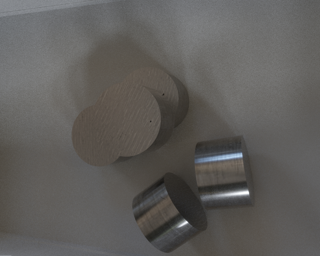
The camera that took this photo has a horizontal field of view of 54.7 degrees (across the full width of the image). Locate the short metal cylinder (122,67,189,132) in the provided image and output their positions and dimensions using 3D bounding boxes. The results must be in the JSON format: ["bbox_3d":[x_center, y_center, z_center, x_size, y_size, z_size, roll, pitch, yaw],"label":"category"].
[{"bbox_3d":[-0.008,-0.034,0.399,0.080,0.050,0.079,0,90,19],"label":"short metal cylinder"}]

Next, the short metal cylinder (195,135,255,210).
[{"bbox_3d":[0.075,0.051,0.354,0.050,0.080,0.080,-10,87,19],"label":"short metal cylinder"}]

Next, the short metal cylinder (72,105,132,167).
[{"bbox_3d":[-0.071,0.010,0.421,0.080,0.050,0.079,0,90,19],"label":"short metal cylinder"}]

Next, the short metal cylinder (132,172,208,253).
[{"bbox_3d":[0.013,0.101,0.376,0.050,0.080,0.080,-39,78,16],"label":"short metal cylinder"}]

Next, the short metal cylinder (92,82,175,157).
[{"bbox_3d":[-0.029,-0.009,0.353,0.080,0.050,0.079,0,90,19],"label":"short metal cylinder"}]
